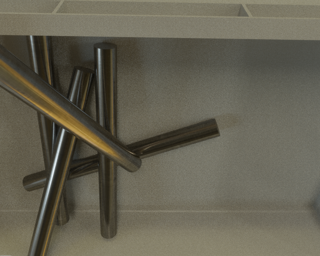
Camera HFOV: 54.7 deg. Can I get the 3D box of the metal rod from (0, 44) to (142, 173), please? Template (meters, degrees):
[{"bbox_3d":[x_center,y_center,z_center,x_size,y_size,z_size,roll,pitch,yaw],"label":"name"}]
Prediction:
[{"bbox_3d":[-0.088,-0.013,0.292,0.025,0.025,0.300,-17,151,14],"label":"metal rod"}]

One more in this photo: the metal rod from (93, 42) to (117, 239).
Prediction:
[{"bbox_3d":[-0.070,0.038,0.411,0.025,0.025,0.298,3,121,-3],"label":"metal rod"}]

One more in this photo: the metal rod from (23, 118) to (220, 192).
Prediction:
[{"bbox_3d":[-0.064,0.042,0.444,0.301,0.025,0.025,-17,128,13],"label":"metal rod"}]

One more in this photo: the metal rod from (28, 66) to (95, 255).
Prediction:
[{"bbox_3d":[-0.133,0.066,0.400,0.025,0.025,0.298,15,109,-13],"label":"metal rod"}]

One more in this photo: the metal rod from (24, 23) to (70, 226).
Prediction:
[{"bbox_3d":[-0.140,0.019,0.400,0.025,0.025,0.298,4,124,-4],"label":"metal rod"}]
